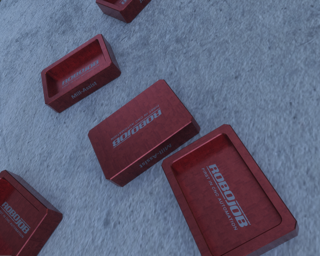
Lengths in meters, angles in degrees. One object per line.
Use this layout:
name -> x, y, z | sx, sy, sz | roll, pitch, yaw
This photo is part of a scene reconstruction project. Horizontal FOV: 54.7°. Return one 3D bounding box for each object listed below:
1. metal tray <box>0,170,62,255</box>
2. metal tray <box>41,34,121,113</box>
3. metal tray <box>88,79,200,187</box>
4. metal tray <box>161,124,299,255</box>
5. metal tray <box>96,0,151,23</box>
metal tray -> -0.205, 0.125, 0.428 | 0.130, 0.030, 0.090 | 24, 74, 36
metal tray -> -0.137, -0.094, 0.527 | 0.130, 0.030, 0.090 | -30, 52, 8
metal tray -> -0.024, 0.005, 0.409 | 0.130, 0.030, 0.090 | -36, 51, 4
metal tray -> 0.066, 0.069, 0.322 | 0.090, 0.030, 0.130 | -32, 52, 7
metal tray -> -0.049, -0.264, 0.586 | 0.090, 0.030, 0.130 | 35, 81, 38
